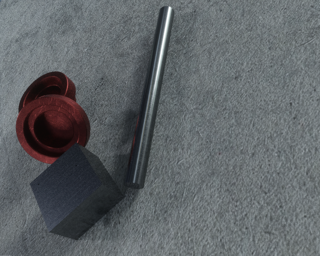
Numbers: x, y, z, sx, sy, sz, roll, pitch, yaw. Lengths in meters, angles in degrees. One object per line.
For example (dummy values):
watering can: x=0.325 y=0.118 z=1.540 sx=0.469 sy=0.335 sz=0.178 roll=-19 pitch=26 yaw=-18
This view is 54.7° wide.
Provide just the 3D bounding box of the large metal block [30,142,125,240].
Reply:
large metal block: x=-0.106 y=0.079 z=0.393 sx=0.080 sy=0.050 sz=0.080 roll=-42 pitch=51 yaw=-1

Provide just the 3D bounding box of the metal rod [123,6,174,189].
metal rod: x=-0.010 y=-0.061 z=0.445 sx=0.025 sy=0.025 sz=0.299 roll=-5 pitch=59 yaw=25

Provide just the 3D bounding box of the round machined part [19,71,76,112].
round machined part: x=-0.179 y=-0.042 z=0.510 sx=0.098 sy=0.042 sz=0.098 roll=-13 pitch=56 yaw=20

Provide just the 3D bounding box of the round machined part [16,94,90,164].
round machined part: x=-0.149 y=-0.001 z=0.446 sx=0.098 sy=0.098 sz=0.042 roll=-30 pitch=13 yaw=9
